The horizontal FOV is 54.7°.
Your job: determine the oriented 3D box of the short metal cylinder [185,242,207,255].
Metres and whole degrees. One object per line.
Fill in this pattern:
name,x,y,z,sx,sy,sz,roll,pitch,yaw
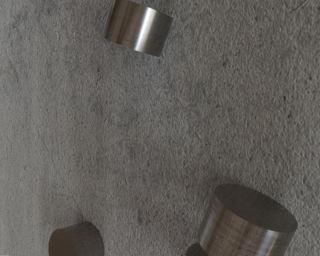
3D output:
short metal cylinder,0.058,0.165,0.321,0.080,0.081,0.050,26,106,37

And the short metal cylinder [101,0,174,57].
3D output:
short metal cylinder,-0.029,-0.128,0.393,0.080,0.081,0.050,32,110,35

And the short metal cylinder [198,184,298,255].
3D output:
short metal cylinder,0.083,0.096,0.301,0.080,0.081,0.050,29,108,36

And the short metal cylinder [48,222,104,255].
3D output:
short metal cylinder,-0.136,0.198,0.501,0.080,0.050,0.080,0,90,40
